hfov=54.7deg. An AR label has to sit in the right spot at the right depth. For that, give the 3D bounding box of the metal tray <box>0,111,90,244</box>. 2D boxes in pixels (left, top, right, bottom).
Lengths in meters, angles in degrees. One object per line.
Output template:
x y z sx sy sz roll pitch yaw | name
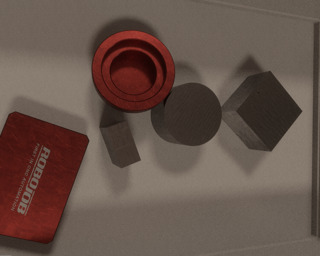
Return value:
-0.147 0.056 0.354 0.091 0.030 0.129 21 83 -19 | metal tray

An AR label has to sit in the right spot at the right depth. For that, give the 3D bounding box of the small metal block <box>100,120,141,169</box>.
-0.050 0.019 0.380 0.025 0.050 0.050 -21 98 -19 | small metal block

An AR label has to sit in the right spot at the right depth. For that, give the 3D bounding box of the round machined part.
-0.034 -0.066 0.384 0.099 0.042 0.097 1 84 -12 | round machined part

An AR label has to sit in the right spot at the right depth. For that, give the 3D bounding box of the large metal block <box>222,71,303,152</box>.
0.145 -0.023 0.453 0.080 0.050 0.080 46 76 -15 | large metal block

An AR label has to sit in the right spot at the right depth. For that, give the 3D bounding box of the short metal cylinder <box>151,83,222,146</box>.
0.034 -0.017 0.411 0.081 0.050 0.079 0 90 -21 | short metal cylinder
